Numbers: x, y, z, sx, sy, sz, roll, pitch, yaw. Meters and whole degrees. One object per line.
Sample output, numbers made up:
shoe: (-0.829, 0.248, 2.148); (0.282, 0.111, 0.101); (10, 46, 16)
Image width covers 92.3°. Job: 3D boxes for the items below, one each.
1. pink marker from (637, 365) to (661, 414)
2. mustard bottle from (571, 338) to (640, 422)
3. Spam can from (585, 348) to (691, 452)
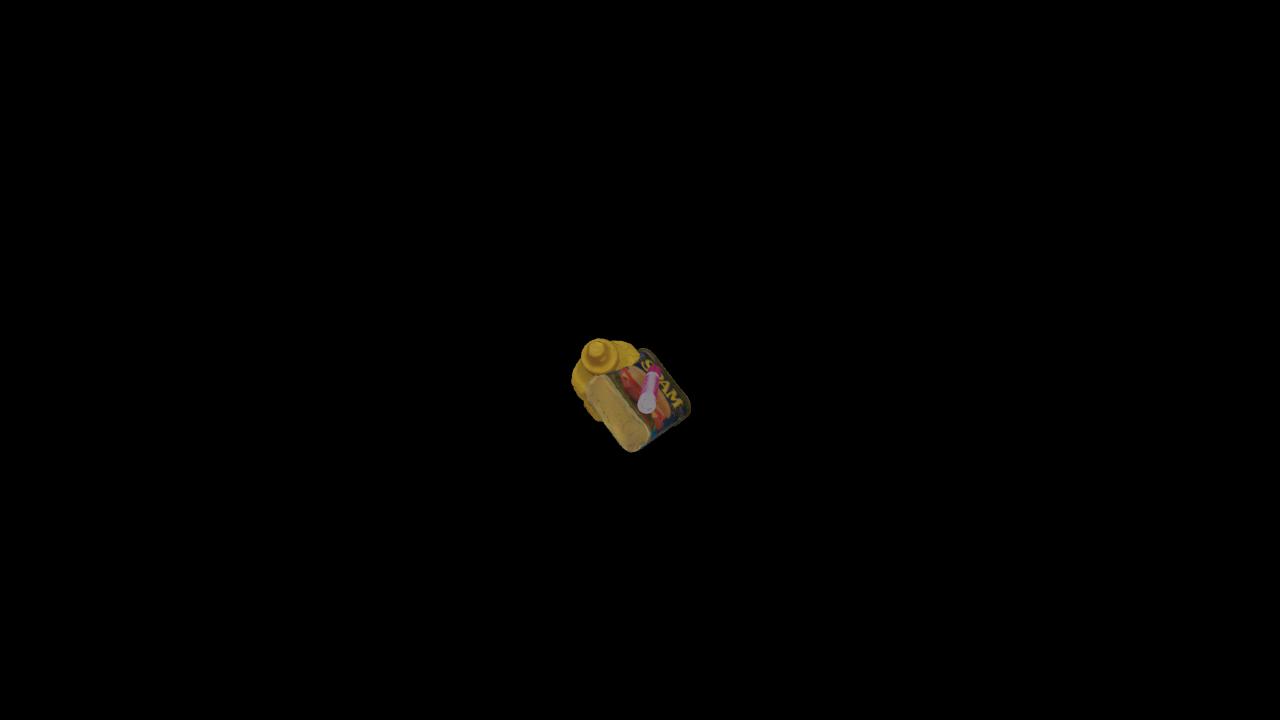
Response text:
pink marker: (0.012, 0.029, 0.676); (0.020, 0.020, 0.121); (0, 16, 5)
mustard bottle: (-0.038, 0.019, 0.745); (0.092, 0.054, 0.184); (-26, -21, -4)
Spam can: (-0.004, 0.046, 0.716); (0.085, 0.101, 0.058); (-27, -14, -48)
